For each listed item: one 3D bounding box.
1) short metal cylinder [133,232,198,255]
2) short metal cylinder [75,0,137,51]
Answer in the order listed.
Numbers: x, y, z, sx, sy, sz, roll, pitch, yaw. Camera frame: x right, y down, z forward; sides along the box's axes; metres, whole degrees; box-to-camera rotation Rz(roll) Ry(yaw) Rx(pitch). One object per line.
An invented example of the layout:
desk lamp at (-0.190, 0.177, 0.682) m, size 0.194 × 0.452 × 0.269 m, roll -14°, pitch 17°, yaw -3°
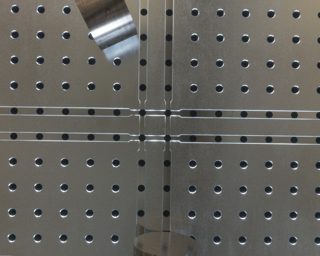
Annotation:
short metal cylinder at (0.006, 0.168, 0.386) m, size 0.081 × 0.080 × 0.050 m, roll 3°, pitch 90°, yaw -1°
short metal cylinder at (-0.068, -0.144, 0.385) m, size 0.050 × 0.080 × 0.080 m, roll -25°, pitch 90°, yaw 0°
